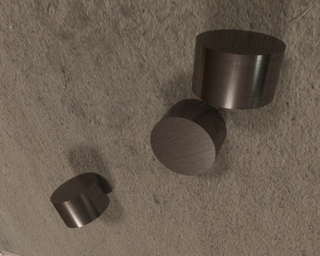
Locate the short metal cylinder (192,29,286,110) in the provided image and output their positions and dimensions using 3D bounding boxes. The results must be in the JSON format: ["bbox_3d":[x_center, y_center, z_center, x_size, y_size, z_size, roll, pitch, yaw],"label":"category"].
[{"bbox_3d":[0.073,-0.059,0.296,0.080,0.080,0.050,15,124,19],"label":"short metal cylinder"}]

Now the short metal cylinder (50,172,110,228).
[{"bbox_3d":[-0.131,0.117,0.510,0.080,0.080,0.050,-11,113,32],"label":"short metal cylinder"}]

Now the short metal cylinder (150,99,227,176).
[{"bbox_3d":[0.035,0.011,0.378,0.080,0.050,0.079,13,124,20],"label":"short metal cylinder"}]
